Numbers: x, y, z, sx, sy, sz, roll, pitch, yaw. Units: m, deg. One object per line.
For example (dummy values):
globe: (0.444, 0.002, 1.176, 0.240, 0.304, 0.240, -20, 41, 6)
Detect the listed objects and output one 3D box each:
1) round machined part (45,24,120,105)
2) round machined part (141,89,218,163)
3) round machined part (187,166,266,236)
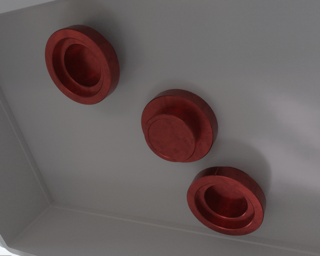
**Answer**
round machined part: (-0.093, -0.083, 0.396, 0.098, 0.042, 0.097, 13, 124, 21)
round machined part: (0.019, 0.004, 0.390, 0.098, 0.042, 0.097, 13, 124, 21)
round machined part: (0.089, 0.090, 0.407, 0.098, 0.042, 0.097, 13, 124, 21)
